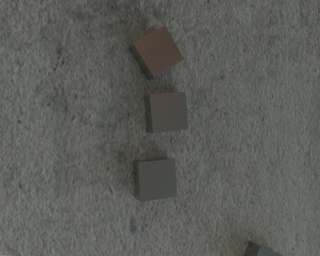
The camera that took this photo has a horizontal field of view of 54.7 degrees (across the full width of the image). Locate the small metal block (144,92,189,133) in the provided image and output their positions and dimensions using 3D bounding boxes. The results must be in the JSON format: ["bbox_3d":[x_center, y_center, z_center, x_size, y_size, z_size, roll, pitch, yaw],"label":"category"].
[{"bbox_3d":[0.008,-0.021,0.413,0.050,0.025,0.050,-6,92,-20],"label":"small metal block"}]

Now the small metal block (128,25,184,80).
[{"bbox_3d":[-0.005,-0.098,0.408,0.050,0.025,0.050,-35,102,-17],"label":"small metal block"}]

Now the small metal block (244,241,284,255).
[{"bbox_3d":[0.153,0.206,0.468,0.050,0.025,0.050,27,81,-18],"label":"small metal block"}]

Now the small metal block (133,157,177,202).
[{"bbox_3d":[-0.007,0.066,0.408,0.050,0.025,0.050,-4,91,-20],"label":"small metal block"}]
